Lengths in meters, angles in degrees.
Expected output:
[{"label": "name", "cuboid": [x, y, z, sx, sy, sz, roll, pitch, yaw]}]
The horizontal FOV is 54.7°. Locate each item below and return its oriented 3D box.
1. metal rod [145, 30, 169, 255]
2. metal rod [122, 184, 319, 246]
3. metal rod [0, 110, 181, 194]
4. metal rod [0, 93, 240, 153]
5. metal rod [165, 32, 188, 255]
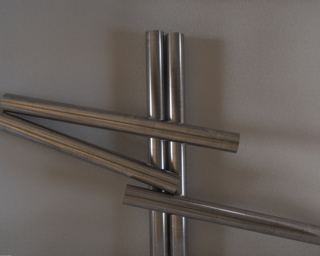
[{"label": "metal rod", "cuboid": [-0.004, 0.024, 0.408, 0.025, 0.025, 0.298, -1, 90, -1]}, {"label": "metal rod", "cuboid": [0.103, 0.116, 0.394, 0.302, 0.025, 0.025, 13, 90, -6]}, {"label": "metal rod", "cuboid": [-0.120, 0.021, 0.396, 0.301, 0.025, 0.025, 19, 90, 5]}, {"label": "metal rod", "cuboid": [-0.054, -0.008, 0.390, 0.302, 0.025, 0.025, 10, 90, 6]}, {"label": "metal rod", "cuboid": [0.022, 0.026, 0.409, 0.025, 0.025, 0.298, -1, 90, -1]}]
